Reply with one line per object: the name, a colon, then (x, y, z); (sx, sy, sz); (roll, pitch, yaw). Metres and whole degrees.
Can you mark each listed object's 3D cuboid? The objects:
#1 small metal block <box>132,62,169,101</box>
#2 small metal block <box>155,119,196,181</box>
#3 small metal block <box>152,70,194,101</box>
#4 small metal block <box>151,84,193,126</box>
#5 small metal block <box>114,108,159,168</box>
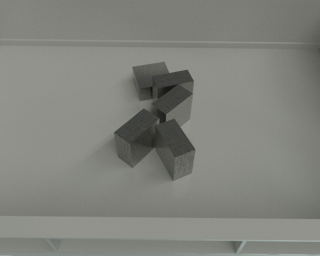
small metal block: (-0.011, -0.070, 0.464); (0.050, 0.025, 0.050); (-11, 51, -10)
small metal block: (0.017, 0.026, 0.367); (0.025, 0.050, 0.050); (-20, 53, -16)
small metal block: (0.017, -0.050, 0.431); (0.050, 0.050, 0.025); (-13, 51, -11)
small metal block: (0.016, -0.021, 0.407); (0.025, 0.050, 0.050); (37, 59, 26)
small metal block: (-0.027, 0.013, 0.378); (0.025, 0.050, 0.050); (33, 57, 24)
